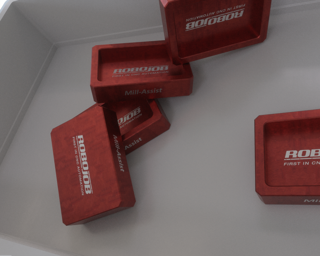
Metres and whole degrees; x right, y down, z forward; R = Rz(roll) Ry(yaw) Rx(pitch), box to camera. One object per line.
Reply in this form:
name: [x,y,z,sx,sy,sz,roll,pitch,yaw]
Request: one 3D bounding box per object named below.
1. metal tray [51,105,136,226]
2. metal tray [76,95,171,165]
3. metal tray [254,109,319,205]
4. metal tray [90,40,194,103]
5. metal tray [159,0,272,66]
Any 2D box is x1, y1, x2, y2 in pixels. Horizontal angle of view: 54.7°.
metal tray: [-0.088,0.047,0.393,0.090,0.030,0.130,-24,68,22]
metal tray: [-0.060,-0.006,0.437,0.130,0.030,0.090,-31,52,7]
metal tray: [0.162,0.027,0.300,0.130,0.030,0.090,-6,59,25]
metal tray: [-0.026,-0.080,0.426,0.131,0.030,0.090,-5,49,-4]
metal tray: [0.070,-0.137,0.387,0.131,0.090,0.030,-16,50,-3]
